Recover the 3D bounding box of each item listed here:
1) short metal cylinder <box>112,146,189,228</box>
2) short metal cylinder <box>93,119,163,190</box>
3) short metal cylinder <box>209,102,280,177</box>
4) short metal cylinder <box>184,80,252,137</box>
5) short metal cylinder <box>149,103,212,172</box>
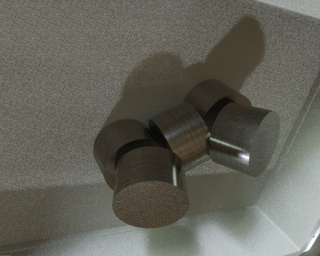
[{"bbox_3d":[-0.010,0.067,0.344,0.081,0.050,0.079,-2,129,-2],"label":"short metal cylinder"},{"bbox_3d":[-0.038,0.036,0.393,0.081,0.050,0.079,-14,125,-21],"label":"short metal cylinder"},{"bbox_3d":[0.103,0.013,0.372,0.081,0.050,0.079,-24,123,-44],"label":"short metal cylinder"},{"bbox_3d":[0.077,-0.019,0.423,0.081,0.050,0.079,-14,125,-21],"label":"short metal cylinder"},{"bbox_3d":[0.026,0.014,0.396,0.050,0.080,0.080,-27,128,-12],"label":"short metal cylinder"}]
